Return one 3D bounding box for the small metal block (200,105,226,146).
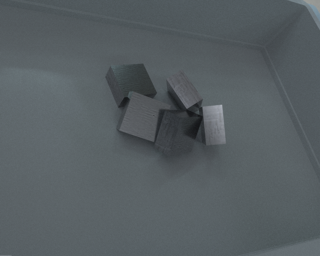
[{"bbox_3d":[0.070,-0.004,0.418,0.025,0.050,0.050,-6,91,2],"label":"small metal block"}]

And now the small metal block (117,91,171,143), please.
[{"bbox_3d":[-0.021,-0.014,0.388,0.050,0.025,0.050,19,90,-17],"label":"small metal block"}]

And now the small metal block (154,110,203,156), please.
[{"bbox_3d":[0.024,0.005,0.389,0.025,0.050,0.050,27,18,32],"label":"small metal block"}]

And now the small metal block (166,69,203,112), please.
[{"bbox_3d":[0.034,-0.047,0.435,0.025,0.050,0.050,-33,78,-4],"label":"small metal block"}]

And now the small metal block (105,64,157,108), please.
[{"bbox_3d":[-0.040,-0.059,0.421,0.050,0.025,0.050,-12,68,-33],"label":"small metal block"}]
